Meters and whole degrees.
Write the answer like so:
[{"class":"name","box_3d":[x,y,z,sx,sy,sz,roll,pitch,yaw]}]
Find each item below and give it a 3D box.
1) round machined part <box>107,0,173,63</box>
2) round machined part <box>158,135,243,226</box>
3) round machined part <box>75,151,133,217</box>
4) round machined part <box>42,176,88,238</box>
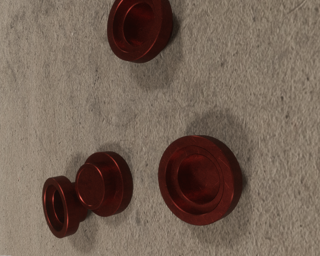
[{"class":"round machined part","box_3d":[-0.022,-0.135,0.410,0.098,0.042,0.097,0,90,39]},{"class":"round machined part","box_3d":[0.048,0.057,0.353,0.098,0.042,0.097,0,90,39]},{"class":"round machined part","box_3d":[-0.090,0.085,0.466,0.098,0.042,0.097,0,90,39]},{"class":"round machined part","box_3d":[-0.155,0.127,0.511,0.098,0.042,0.097,8,100,48]}]
